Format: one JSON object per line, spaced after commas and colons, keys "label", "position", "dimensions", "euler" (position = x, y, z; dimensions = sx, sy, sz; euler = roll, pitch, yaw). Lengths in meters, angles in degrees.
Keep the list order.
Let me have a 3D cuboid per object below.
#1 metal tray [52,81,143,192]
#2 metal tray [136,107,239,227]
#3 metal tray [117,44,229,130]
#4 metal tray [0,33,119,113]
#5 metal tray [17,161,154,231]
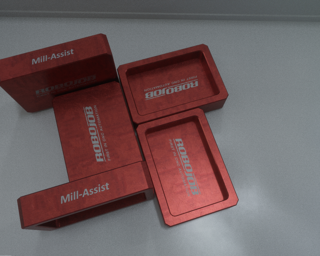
{"label": "metal tray", "position": [-0.079, 0.011, 0.399], "dimensions": [0.091, 0.030, 0.130], "euler": [-16, 71, -6]}
{"label": "metal tray", "position": [0.031, 0.047, 0.388], "dimensions": [0.091, 0.030, 0.130], "euler": [-16, 71, -6]}
{"label": "metal tray", "position": [0.016, -0.057, 0.426], "dimensions": [0.131, 0.030, 0.090], "euler": [-16, 71, -6]}
{"label": "metal tray", "position": [-0.122, -0.066, 0.394], "dimensions": [0.131, 0.090, 0.030], "euler": [-17, 71, -7]}
{"label": "metal tray", "position": [-0.073, 0.078, 0.343], "dimensions": [0.131, 0.090, 0.030], "euler": [-16, 71, -6]}
